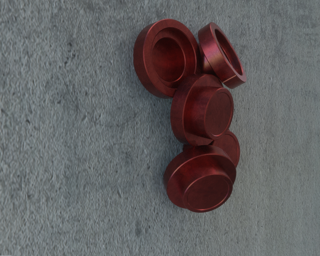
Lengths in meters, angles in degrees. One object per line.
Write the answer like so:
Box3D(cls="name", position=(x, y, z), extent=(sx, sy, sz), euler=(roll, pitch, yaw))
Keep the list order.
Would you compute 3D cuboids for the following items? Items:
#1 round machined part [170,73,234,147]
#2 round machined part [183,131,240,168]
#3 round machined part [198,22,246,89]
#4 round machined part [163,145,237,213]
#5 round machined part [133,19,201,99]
Box3D(cls="round machined part", position=(0.061, -0.021, 0.406), extent=(0.099, 0.042, 0.097), euler=(-17, 113, -45))
Box3D(cls="round machined part", position=(0.084, 0.037, 0.468), extent=(0.099, 0.042, 0.097), euler=(0, 90, -40))
Box3D(cls="round machined part", position=(0.082, -0.099, 0.448), extent=(0.098, 0.042, 0.098), euler=(40, 35, -35))
Box3D(cls="round machined part", position=(0.057, 0.074, 0.412), extent=(0.099, 0.042, 0.097), euler=(-8, 124, -12))
Box3D(cls="round machined part", position=(0.005, -0.086, 0.401), extent=(0.099, 0.042, 0.097), euler=(0, 90, -40))
